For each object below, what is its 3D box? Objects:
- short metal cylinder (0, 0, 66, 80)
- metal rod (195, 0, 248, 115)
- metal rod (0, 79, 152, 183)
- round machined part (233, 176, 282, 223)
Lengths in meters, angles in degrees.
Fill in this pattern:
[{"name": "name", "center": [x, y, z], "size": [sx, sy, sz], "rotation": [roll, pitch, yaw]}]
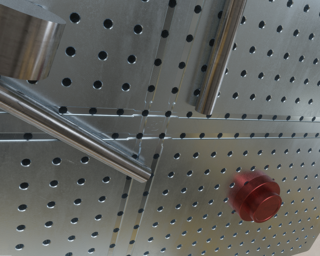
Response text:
[{"name": "short metal cylinder", "center": [-0.126, -0.080, 0.258], "size": [0.081, 0.080, 0.050], "rotation": [13, 112, -34]}, {"name": "metal rod", "center": [0.092, -0.154, 0.367], "size": [0.025, 0.025, 0.298], "rotation": [-1, 119, -28]}, {"name": "metal rod", "center": [-0.116, -0.003, 0.346], "size": [0.025, 0.025, 0.301], "rotation": [-49, 129, 6]}, {"name": "round machined part", "center": [0.195, 0.144, 0.599], "size": [0.099, 0.042, 0.097], "rotation": [-14, 125, -21]}]
